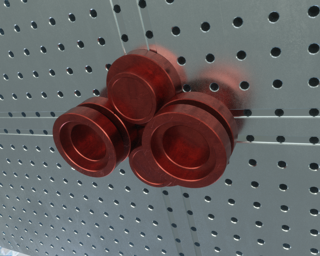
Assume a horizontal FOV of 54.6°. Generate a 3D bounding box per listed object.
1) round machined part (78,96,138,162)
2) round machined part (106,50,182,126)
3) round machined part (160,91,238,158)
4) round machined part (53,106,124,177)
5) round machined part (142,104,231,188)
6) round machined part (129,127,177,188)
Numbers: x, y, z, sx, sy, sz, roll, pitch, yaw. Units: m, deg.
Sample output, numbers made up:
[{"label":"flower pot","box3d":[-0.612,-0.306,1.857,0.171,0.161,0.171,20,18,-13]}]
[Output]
[{"label":"round machined part","box3d":[-0.074,0.000,0.439,0.098,0.042,0.097,13,124,21]},{"label":"round machined part","box3d":[-0.026,-0.044,0.387,0.098,0.042,0.097,13,124,21]},{"label":"round machined part","box3d":[0.045,0.000,0.376,0.098,0.042,0.097,13,124,21]},{"label":"round machined part","box3d":[-0.090,0.015,0.415,0.098,0.042,0.097,13,124,21]},{"label":"round machined part","box3d":[0.032,0.017,0.352,0.098,0.042,0.097,13,124,21]},{"label":"round machined part","box3d":[-0.004,0.043,0.428,0.098,0.042,0.097,13,124,21]}]
